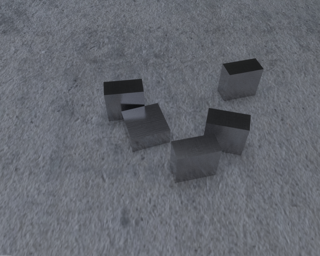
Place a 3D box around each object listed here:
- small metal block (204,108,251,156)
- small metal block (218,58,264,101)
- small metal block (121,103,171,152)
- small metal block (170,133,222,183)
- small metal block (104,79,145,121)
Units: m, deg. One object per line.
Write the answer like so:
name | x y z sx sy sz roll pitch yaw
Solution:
small metal block | 0.081 0.005 0.384 0.050 0.050 0.025 10 51 8
small metal block | 0.115 -0.069 0.447 0.050 0.050 0.025 -12 51 -10
small metal block | -0.019 -0.001 0.404 0.050 0.025 0.050 -14 52 -12
small metal block | 0.040 0.036 0.358 0.050 0.050 0.025 -10 51 -9
small metal block | -0.047 -0.037 0.418 0.050 0.050 0.025 -6 51 -5
